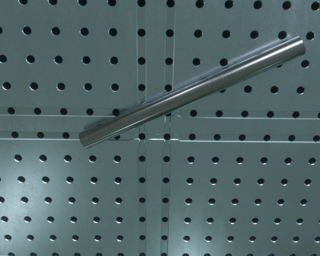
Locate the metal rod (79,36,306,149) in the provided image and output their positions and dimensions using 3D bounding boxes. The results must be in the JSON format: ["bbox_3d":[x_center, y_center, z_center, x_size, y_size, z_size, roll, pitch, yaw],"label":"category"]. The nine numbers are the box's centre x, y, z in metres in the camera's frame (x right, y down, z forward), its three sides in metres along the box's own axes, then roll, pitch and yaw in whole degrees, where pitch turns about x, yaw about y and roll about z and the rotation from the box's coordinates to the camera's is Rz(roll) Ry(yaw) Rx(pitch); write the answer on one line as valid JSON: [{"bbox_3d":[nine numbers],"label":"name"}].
[{"bbox_3d":[0.034,-0.042,0.398,0.301,0.025,0.025,-23,109,8],"label":"metal rod"}]
